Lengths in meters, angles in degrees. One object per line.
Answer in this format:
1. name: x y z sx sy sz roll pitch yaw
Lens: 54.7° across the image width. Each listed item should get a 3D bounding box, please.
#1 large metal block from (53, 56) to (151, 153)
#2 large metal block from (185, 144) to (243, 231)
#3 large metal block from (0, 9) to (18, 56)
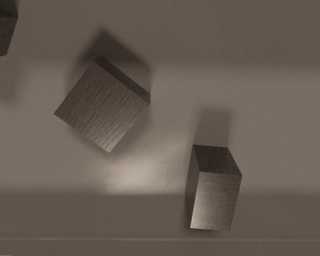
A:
1. large metal block: -0.069 -0.031 0.386 0.080 0.050 0.080 38 106 -13
2. large metal block: 0.067 0.076 0.411 0.050 0.080 0.079 6 110 -3
3. large metal block: -0.218 -0.115 0.337 0.080 0.080 0.050 24 108 -9
